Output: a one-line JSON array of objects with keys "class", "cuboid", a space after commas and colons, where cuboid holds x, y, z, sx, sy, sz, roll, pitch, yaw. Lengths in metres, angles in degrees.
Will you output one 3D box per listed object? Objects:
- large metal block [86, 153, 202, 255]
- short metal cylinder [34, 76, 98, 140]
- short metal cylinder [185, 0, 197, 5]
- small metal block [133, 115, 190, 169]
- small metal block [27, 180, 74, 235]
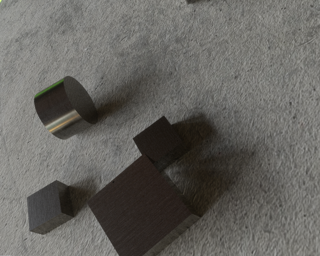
[{"class": "large metal block", "cuboid": [-0.016, 0.088, 0.331, 0.080, 0.050, 0.080, -41, 64, 0]}, {"class": "short metal cylinder", "cuboid": [-0.136, -0.029, 0.456, 0.050, 0.080, 0.080, -28, 53, 11]}, {"class": "short metal cylinder", "cuboid": [0.049, -0.246, 0.493, 0.050, 0.080, 0.080, -27, 53, 11]}, {"class": "small metal block", "cuboid": [0.001, 0.021, 0.390, 0.050, 0.025, 0.050, -36, 51, 3]}, {"class": "small metal block", "cuboid": [-0.147, 0.106, 0.414, 0.050, 0.025, 0.050, -31, 52, 8]}]
